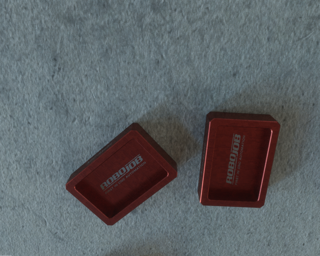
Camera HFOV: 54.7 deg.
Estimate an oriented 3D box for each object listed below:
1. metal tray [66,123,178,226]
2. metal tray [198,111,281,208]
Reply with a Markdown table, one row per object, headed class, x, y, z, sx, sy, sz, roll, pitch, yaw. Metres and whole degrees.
| class | x | y | z | sx | sy | sz | roll | pitch | yaw |
| --- | --- | --- | --- | --- | --- | --- | --- | --- | --- |
| metal tray | -0.052 | 0.066 | 0.430 | 0.130 | 0.030 | 0.090 | -39 | 106 | 13 |
| metal tray | 0.104 | 0.045 | 0.425 | 0.091 | 0.030 | 0.129 | 3 | 110 | -2 |
